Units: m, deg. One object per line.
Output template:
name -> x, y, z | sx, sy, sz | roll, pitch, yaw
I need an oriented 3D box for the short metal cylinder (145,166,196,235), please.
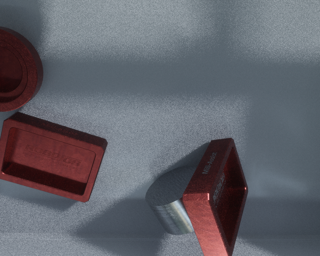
short metal cylinder -> 0.028, 0.096, 0.418 | 0.080, 0.080, 0.050 | -26, 108, 9

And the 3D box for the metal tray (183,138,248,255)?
metal tray -> 0.075, 0.081, 0.386 | 0.030, 0.131, 0.090 | -10, 112, 29

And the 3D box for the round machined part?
round machined part -> -0.190, -0.072, 0.373 | 0.099, 0.042, 0.097 | 0, 110, -1

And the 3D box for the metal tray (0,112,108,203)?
metal tray -> -0.147, 0.041, 0.421 | 0.131, 0.030, 0.089 | 18, 109, -7
